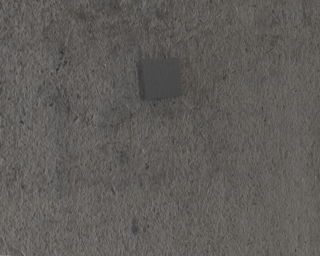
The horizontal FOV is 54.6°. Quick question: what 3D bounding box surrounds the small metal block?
[{"bbox_3d":[-0.001,-0.064,0.408,0.050,0.025,0.050,-7,93,-20],"label":"small metal block"}]
